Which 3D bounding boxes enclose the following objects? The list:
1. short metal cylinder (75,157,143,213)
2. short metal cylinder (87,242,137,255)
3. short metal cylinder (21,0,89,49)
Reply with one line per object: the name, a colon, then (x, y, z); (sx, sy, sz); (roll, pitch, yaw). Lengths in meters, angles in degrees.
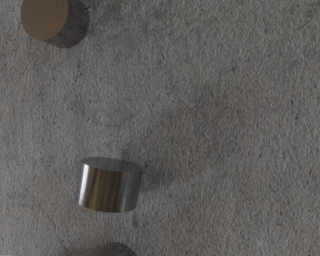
short metal cylinder: (-0.066, 0.071, 0.403); (0.080, 0.080, 0.050); (11, 94, 19)
short metal cylinder: (-0.070, 0.204, 0.421); (0.080, 0.050, 0.080); (0, 90, 20)
short metal cylinder: (-0.151, -0.161, 0.449); (0.080, 0.050, 0.080); (0, 90, 20)
